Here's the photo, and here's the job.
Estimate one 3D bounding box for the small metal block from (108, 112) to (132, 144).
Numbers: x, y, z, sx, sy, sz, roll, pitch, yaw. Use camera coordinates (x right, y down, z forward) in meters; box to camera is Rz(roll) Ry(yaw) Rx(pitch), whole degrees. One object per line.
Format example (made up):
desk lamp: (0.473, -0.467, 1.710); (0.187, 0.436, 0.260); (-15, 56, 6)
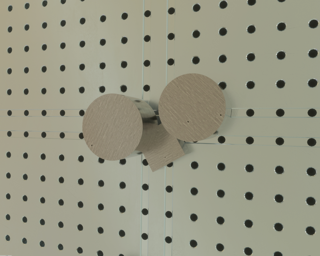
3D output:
small metal block: (-0.061, -0.006, 0.434); (0.050, 0.025, 0.050); (15, 95, 19)

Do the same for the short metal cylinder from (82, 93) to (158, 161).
short metal cylinder: (-0.049, -0.001, 0.390); (0.080, 0.050, 0.079); (0, 90, 20)

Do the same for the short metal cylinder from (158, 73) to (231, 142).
short metal cylinder: (0.044, -0.024, 0.384); (0.080, 0.050, 0.079); (0, 90, 20)

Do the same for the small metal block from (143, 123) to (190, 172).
small metal block: (0.004, 0.024, 0.411); (0.050, 0.025, 0.050); (-31, 80, 17)
